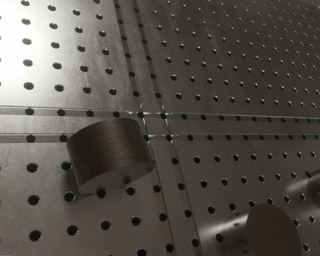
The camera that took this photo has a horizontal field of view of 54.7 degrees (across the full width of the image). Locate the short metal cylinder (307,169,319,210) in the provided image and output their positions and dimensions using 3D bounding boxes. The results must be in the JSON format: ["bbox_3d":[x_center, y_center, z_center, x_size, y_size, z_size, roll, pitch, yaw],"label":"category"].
[{"bbox_3d":[0.284,0.096,0.490,0.081,0.050,0.080,14,56,-21],"label":"short metal cylinder"}]

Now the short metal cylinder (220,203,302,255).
[{"bbox_3d":[0.121,0.138,0.376,0.081,0.050,0.080,14,56,-21],"label":"short metal cylinder"}]

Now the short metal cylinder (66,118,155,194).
[{"bbox_3d":[-0.052,0.031,0.327,0.081,0.080,0.050,-9,66,-32],"label":"short metal cylinder"}]
